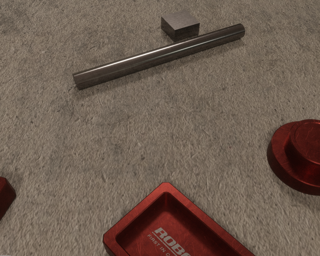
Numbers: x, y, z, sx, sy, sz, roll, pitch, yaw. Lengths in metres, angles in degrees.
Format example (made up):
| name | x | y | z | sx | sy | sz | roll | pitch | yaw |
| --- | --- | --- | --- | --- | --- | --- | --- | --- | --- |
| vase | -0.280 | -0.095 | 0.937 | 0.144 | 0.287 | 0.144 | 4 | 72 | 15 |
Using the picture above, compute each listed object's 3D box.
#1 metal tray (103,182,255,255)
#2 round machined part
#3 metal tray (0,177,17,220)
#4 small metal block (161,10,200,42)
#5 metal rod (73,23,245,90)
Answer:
| name | x | y | z | sx | sy | sz | roll | pitch | yaw |
| --- | --- | --- | --- | --- | --- | --- | --- | --- | --- |
| metal tray | 0.021 | 0.124 | 0.295 | 0.130 | 0.030 | 0.091 | 37 | 59 | 26 |
| round machined part | 0.184 | 0.028 | 0.372 | 0.099 | 0.042 | 0.098 | 0 | 50 | 0 |
| metal tray | -0.237 | 0.083 | 0.327 | 0.131 | 0.030 | 0.090 | 13 | 51 | 10 |
| small metal block | 0.036 | -0.185 | 0.559 | 0.050 | 0.025 | 0.050 | -22 | 54 | -18 |
| metal rod | 0.009 | -0.121 | 0.504 | 0.302 | 0.025 | 0.025 | -21 | 54 | -18 |
